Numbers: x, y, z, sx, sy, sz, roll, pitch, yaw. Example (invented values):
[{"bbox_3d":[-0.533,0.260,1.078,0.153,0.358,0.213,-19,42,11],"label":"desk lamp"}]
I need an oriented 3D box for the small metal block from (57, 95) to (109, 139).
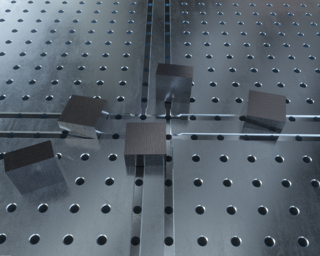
[{"bbox_3d":[-0.102,-0.016,0.420,0.050,0.025,0.050,9,51,7],"label":"small metal block"}]

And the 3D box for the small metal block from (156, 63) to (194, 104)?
[{"bbox_3d":[0.021,-0.063,0.445,0.050,0.050,0.025,7,51,5],"label":"small metal block"}]

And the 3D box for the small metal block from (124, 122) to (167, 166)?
[{"bbox_3d":[-0.018,0.020,0.391,0.050,0.025,0.050,0,50,-1],"label":"small metal block"}]

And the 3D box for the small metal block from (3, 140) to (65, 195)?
[{"bbox_3d":[-0.141,0.045,0.351,0.050,0.050,0.025,-18,53,-15],"label":"small metal block"}]

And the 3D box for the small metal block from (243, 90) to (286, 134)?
[{"bbox_3d":[0.145,-0.023,0.429,0.050,0.025,0.050,11,51,9],"label":"small metal block"}]
